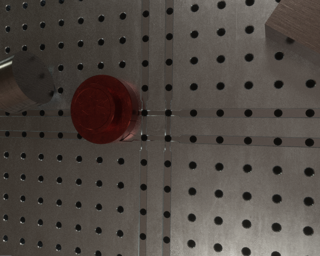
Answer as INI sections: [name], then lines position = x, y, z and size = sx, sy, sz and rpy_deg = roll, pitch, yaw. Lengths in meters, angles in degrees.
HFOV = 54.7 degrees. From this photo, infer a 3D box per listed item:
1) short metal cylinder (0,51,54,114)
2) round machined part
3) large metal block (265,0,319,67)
[short metal cylinder]
position = -0.203, -0.066, 0.453
size = 0.050, 0.080, 0.080
rpy_deg = -17, 84, 19
[round machined part]
position = -0.084, -0.026, 0.432
size = 0.098, 0.042, 0.097
rpy_deg = 0, 90, 19
[large metal block]
position = 0.174, -0.122, 0.338
size = 0.080, 0.050, 0.080
rpy_deg = 36, 101, 16
